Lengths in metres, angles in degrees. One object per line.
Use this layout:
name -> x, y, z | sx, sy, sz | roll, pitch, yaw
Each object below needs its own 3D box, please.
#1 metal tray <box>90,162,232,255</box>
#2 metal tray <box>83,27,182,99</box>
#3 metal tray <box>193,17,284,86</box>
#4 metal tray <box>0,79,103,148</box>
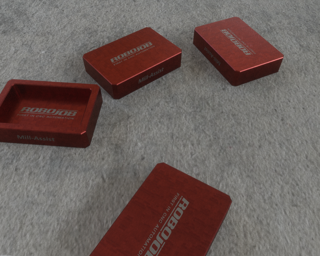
metal tray -> 0.004, 0.106, 0.311 | 0.090, 0.030, 0.130 | 25, 54, 19
metal tray -> -0.042, -0.106, 0.489 | 0.131, 0.030, 0.090 | -32, 57, -24
metal tray -> 0.125, -0.131, 0.511 | 0.091, 0.030, 0.130 | -20, 53, -17
metal tray -> -0.151, -0.022, 0.415 | 0.131, 0.030, 0.090 | 4, 50, 3
